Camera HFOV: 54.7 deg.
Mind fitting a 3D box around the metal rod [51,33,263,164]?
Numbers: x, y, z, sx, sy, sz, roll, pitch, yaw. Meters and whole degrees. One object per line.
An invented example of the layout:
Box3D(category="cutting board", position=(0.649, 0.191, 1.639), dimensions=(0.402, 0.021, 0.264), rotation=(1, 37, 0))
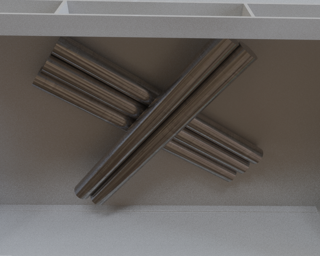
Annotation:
Box3D(category="metal rod", position=(0.014, -0.025, 0.386), dimensions=(0.301, 0.025, 0.025), rotation=(28, 125, -22))

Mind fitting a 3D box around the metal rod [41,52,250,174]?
Box3D(category="metal rod", position=(-0.002, -0.009, 0.399), dimensions=(0.301, 0.025, 0.025), rotation=(28, 125, -22))

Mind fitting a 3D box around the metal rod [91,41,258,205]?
Box3D(category="metal rod", position=(-0.002, 0.013, 0.385), dimensions=(0.025, 0.025, 0.299), rotation=(30, 124, -23))

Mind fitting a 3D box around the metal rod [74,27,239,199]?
Box3D(category="metal rod", position=(-0.023, 0.002, 0.376), dimensions=(0.025, 0.025, 0.299), rotation=(30, 124, -23))

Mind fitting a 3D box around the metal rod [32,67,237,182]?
Box3D(category="metal rod", position=(-0.017, 0.005, 0.411), dimensions=(0.301, 0.025, 0.025), rotation=(28, 125, -22))
